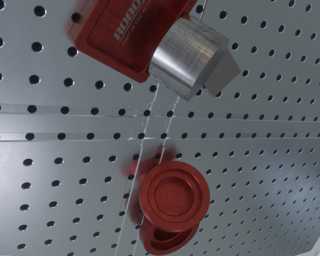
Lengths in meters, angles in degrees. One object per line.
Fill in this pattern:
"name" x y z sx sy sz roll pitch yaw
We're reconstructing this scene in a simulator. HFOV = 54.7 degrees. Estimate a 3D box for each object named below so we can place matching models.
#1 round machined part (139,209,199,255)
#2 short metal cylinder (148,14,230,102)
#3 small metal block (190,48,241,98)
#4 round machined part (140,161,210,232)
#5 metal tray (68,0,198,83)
"round machined part" 0.012 0.156 0.503 0.099 0.042 0.097 -14 124 -21
"short metal cylinder" 0.032 -0.076 0.339 0.080 0.050 0.080 -53 171 -11
"small metal block" 0.070 -0.077 0.402 0.050 0.025 0.050 -44 130 2
"round machined part" 0.019 0.100 0.449 0.099 0.098 0.042 -22 161 -15
"metal tray" -0.022 -0.122 0.320 0.090 0.030 0.129 25 105 -37
